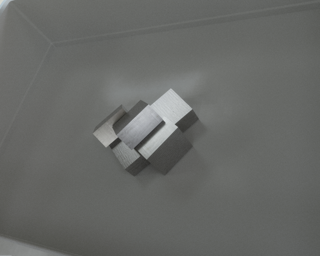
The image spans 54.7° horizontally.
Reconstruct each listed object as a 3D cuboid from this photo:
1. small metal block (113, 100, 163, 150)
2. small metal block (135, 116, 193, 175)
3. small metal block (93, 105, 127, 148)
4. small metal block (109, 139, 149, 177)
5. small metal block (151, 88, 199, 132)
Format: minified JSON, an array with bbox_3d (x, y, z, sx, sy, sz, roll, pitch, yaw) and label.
[{"bbox_3d":[-0.028,-0.005,0.373,0.050,0.025,0.050,-44,18,-3],"label":"small metal block"},{"bbox_3d":[0.006,0.022,0.370,0.050,0.050,0.025,-46,51,-4],"label":"small metal block"},{"bbox_3d":[-0.062,-0.004,0.422,0.050,0.025,0.050,-41,13,0],"label":"small metal block"},{"bbox_3d":[-0.032,0.026,0.403,0.050,0.025,0.050,-41,51,0],"label":"small metal block"},{"bbox_3d":[0.013,-0.016,0.405,0.050,0.025,0.050,-41,51,0],"label":"small metal block"}]
